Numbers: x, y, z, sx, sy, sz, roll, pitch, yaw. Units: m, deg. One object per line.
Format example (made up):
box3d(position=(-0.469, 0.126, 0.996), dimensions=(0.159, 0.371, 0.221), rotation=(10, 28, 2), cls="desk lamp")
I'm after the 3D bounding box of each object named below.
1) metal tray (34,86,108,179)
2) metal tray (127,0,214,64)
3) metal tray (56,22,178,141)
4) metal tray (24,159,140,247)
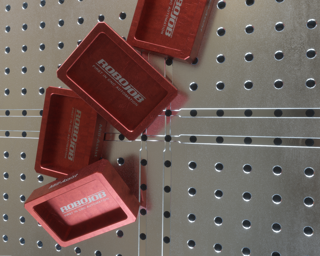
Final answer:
box3d(position=(-0.129, 0.010, 0.453), dimensions=(0.090, 0.030, 0.129), rotation=(11, 94, 19), cls="metal tray")
box3d(position=(0.018, -0.158, 0.402), dimensions=(0.090, 0.030, 0.129), rotation=(19, 96, 18), cls="metal tray")
box3d(position=(-0.053, -0.058, 0.400), dimensions=(0.130, 0.030, 0.090), rotation=(42, 99, -7), cls="metal tray")
box3d(position=(-0.105, 0.106, 0.423), dimensions=(0.130, 0.030, 0.090), rotation=(-25, 112, 18), cls="metal tray")
